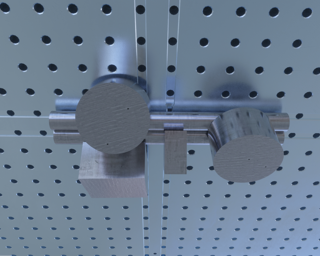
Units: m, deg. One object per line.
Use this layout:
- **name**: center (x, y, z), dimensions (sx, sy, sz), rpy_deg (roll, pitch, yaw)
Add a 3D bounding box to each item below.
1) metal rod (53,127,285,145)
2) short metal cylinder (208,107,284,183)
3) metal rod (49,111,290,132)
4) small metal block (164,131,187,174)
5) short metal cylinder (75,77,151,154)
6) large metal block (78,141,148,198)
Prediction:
- **metal rod**: center (0.013, 0.010, 0.416), dimensions (0.302, 0.025, 0.025), rpy_deg (0, 130, -1)
- **short metal cylinder**: center (0.102, 0.022, 0.377), dimensions (0.081, 0.050, 0.079), rpy_deg (0, 130, 0)
- **metal rod**: center (0.013, -0.009, 0.400), dimensions (0.302, 0.025, 0.025), rpy_deg (0, 130, -1)
- **small metal block**: center (0.018, 0.029, 0.378), dimensions (0.025, 0.050, 0.050), rpy_deg (0, 88, -1)
- **short metal cylinder**: center (-0.051, -0.016, 0.358), dimensions (0.081, 0.050, 0.079), rpy_deg (0, 106, -1)
- **large metal block**: center (-0.059, 0.059, 0.422), dimensions (0.081, 0.050, 0.080), rpy_deg (-1, 150, 0)
